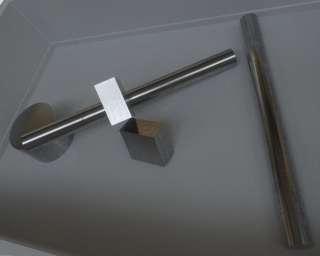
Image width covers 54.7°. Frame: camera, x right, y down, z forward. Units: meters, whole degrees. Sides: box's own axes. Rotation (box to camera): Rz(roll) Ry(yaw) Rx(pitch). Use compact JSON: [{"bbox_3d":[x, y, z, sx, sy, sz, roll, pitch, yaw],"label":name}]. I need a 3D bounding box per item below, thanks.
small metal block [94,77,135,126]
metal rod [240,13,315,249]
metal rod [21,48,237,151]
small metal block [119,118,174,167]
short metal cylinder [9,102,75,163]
[{"bbox_3d":[-0.053,-0.032,0.379,0.025,0.050,0.050,-23,94,2],"label":"small metal block"},{"bbox_3d":[0.124,-0.022,0.353,0.025,0.025,0.299,-13,56,20],"label":"metal rod"},{"bbox_3d":[-0.042,-0.037,0.417,0.301,0.025,0.025,-22,53,2],"label":"metal rod"},{"bbox_3d":[-0.016,0.017,0.382,0.050,0.050,0.025,10,46,32],"label":"small metal block"},{"bbox_3d":[-0.181,0.007,0.478,0.080,0.050,0.080,-13,56,21],"label":"short metal cylinder"}]
